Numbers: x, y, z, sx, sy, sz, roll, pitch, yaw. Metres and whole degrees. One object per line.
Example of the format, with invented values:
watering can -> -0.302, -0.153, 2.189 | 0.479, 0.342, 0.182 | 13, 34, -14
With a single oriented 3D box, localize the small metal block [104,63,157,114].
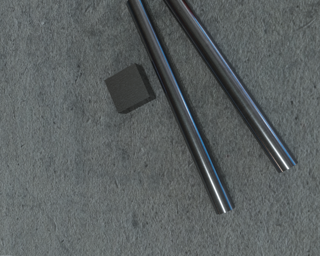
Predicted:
small metal block -> -0.040, -0.053, 0.423 | 0.050, 0.025, 0.050 | -26, 82, 18

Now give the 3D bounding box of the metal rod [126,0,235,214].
metal rod -> 0.023, -0.035, 0.400 | 0.025, 0.025, 0.299 | -25, 82, 18

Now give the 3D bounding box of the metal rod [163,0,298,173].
metal rod -> 0.071, -0.080, 0.383 | 0.025, 0.025, 0.299 | -34, 79, 17
